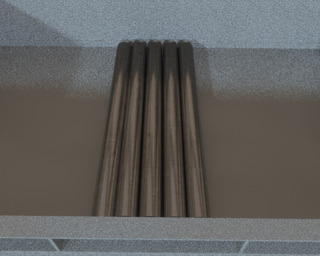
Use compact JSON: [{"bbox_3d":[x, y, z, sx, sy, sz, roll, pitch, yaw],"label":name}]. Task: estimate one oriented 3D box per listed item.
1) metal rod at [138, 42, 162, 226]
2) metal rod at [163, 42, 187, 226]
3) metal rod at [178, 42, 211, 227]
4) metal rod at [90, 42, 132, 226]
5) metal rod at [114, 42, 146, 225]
[{"bbox_3d":[-0.009,-0.018,0.418,0.025,0.025,0.300,0,50,0],"label":"metal rod"},{"bbox_3d":[0.016,-0.018,0.418,0.025,0.025,0.300,0,50,0],"label":"metal rod"},{"bbox_3d":[0.041,-0.017,0.418,0.025,0.025,0.300,0,50,0],"label":"metal rod"},{"bbox_3d":[-0.059,-0.018,0.418,0.025,0.025,0.300,0,50,0],"label":"metal rod"},{"bbox_3d":[-0.035,-0.018,0.418,0.025,0.025,0.300,0,50,0],"label":"metal rod"}]
